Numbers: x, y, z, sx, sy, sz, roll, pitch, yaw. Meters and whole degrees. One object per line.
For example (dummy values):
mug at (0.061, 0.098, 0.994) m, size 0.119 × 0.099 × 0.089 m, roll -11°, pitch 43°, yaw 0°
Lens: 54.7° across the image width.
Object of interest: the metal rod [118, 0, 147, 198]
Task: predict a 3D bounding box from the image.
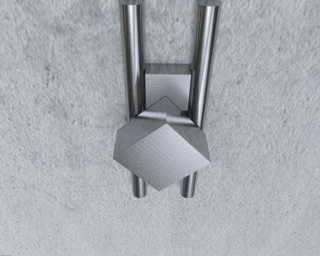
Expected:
metal rod at (-0.030, -0.011, 0.400) m, size 0.025 × 0.025 × 0.298 m, roll 0°, pitch 130°, yaw -1°

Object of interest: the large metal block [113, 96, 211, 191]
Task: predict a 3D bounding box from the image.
large metal block at (0.003, 0.022, 0.375) m, size 0.080 × 0.050 × 0.080 m, roll -33°, pitch 123°, yaw 25°

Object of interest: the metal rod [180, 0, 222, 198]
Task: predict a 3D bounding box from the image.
metal rod at (0.046, -0.011, 0.401) m, size 0.025 × 0.025 × 0.298 m, roll 0°, pitch 130°, yaw -1°

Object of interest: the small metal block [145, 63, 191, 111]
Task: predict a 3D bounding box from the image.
small metal block at (0.009, -0.048, 0.366) m, size 0.050 × 0.025 × 0.050 m, roll 0°, pitch 130°, yaw -1°

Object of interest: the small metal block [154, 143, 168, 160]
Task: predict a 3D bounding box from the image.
small metal block at (0.007, 0.040, 0.441) m, size 0.050 × 0.025 × 0.050 m, roll 0°, pitch 130°, yaw -1°
